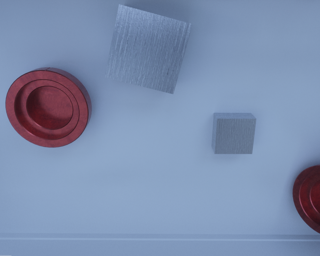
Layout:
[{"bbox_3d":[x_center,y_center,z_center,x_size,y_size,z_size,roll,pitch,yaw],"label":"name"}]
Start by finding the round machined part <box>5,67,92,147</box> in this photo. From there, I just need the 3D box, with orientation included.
[{"bbox_3d":[-0.135,-0.028,0.390,0.099,0.042,0.097,0,110,-1],"label":"round machined part"}]

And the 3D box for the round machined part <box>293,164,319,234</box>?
[{"bbox_3d":[0.237,0.095,0.421,0.042,0.098,0.097,-8,115,-35],"label":"round machined part"}]

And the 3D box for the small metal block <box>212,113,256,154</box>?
[{"bbox_3d":[0.098,0.007,0.415,0.050,0.025,0.050,0,110,-1],"label":"small metal block"}]

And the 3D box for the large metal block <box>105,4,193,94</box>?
[{"bbox_3d":[-0.014,-0.093,0.364,0.081,0.050,0.079,13,110,-6],"label":"large metal block"}]
